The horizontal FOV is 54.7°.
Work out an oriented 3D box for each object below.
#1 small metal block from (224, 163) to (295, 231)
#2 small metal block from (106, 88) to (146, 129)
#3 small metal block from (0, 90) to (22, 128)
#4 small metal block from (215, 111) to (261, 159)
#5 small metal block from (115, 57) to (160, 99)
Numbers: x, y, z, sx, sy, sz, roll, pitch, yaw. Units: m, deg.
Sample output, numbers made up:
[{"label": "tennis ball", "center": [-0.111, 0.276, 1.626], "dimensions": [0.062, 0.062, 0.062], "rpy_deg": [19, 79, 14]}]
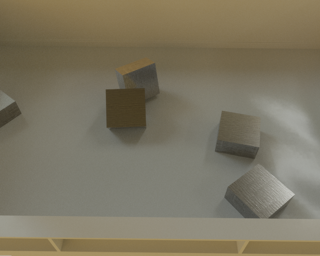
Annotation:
[{"label": "small metal block", "center": [0.109, 0.075, 0.342], "dimensions": [0.050, 0.025, 0.050], "rpy_deg": [-30, 56, -23]}, {"label": "small metal block", "center": [-0.044, -0.025, 0.410], "dimensions": [0.050, 0.025, 0.050], "rpy_deg": [-2, 84, -2]}, {"label": "small metal block", "center": [-0.231, -0.025, 0.425], "dimensions": [0.050, 0.025, 0.050], "rpy_deg": [32, 57, 24]}, {"label": "small metal block", "center": [0.100, 0.008, 0.399], "dimensions": [0.050, 0.025, 0.050], "rpy_deg": [10, 51, 8]}, {"label": "small metal block", "center": [-0.031, -0.066, 0.441], "dimensions": [0.050, 0.050, 0.025], "rpy_deg": [-26, 41, -20]}]
